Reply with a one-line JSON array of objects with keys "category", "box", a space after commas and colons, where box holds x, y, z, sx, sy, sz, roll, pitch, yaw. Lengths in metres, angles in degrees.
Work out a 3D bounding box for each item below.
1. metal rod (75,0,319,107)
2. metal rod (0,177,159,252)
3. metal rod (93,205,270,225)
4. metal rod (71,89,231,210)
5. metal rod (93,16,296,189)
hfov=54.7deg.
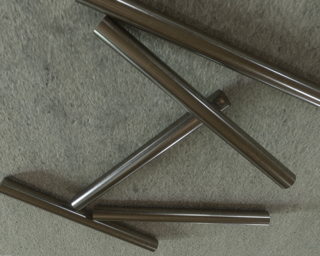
[{"category": "metal rod", "box": [0.061, -0.084, 0.336, 0.302, 0.025, 0.025, 19, 127, -16]}, {"category": "metal rod", "box": [-0.128, 0.158, 0.539, 0.301, 0.025, 0.025, 31, 123, -24]}, {"category": "metal rod", "box": [0.038, 0.152, 0.536, 0.302, 0.025, 0.025, 3, 130, -3]}, {"category": "metal rod", "box": [-0.029, 0.043, 0.443, 0.299, 0.025, 0.025, -37, 121, 27]}, {"category": "metal rod", "box": [0.053, -0.019, 0.360, 0.301, 0.025, 0.025, 38, 121, -17]}]
